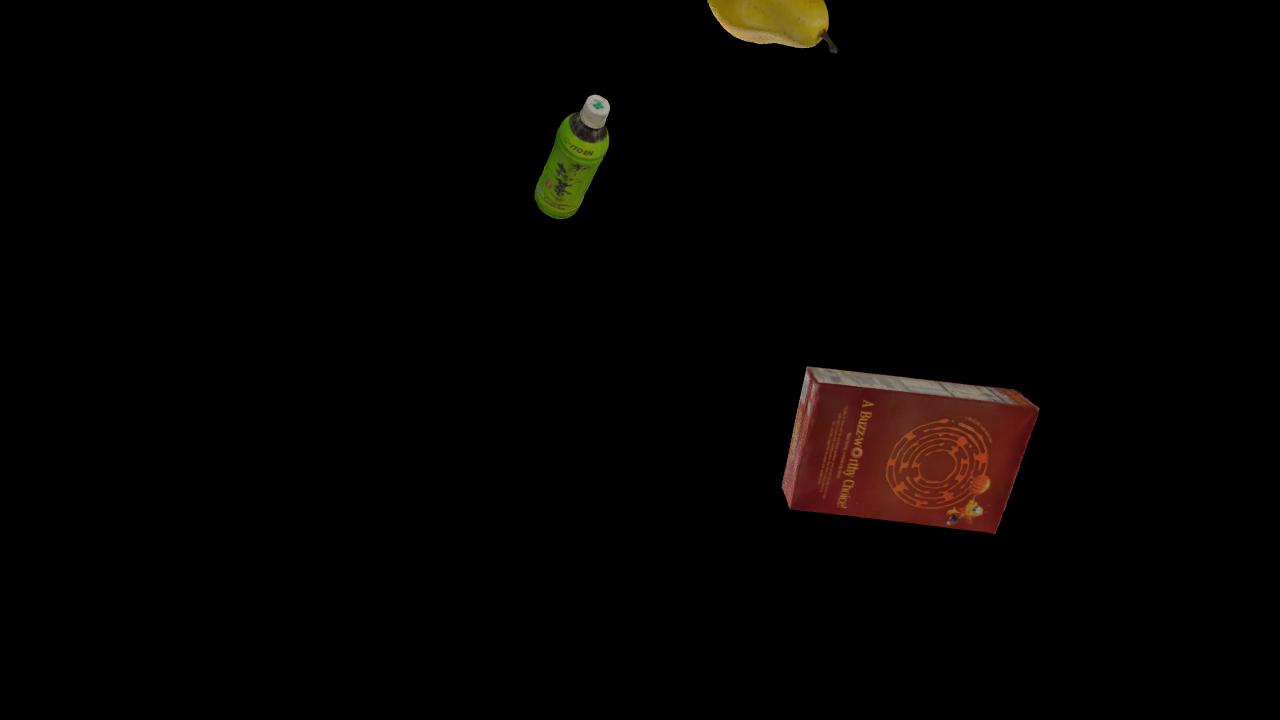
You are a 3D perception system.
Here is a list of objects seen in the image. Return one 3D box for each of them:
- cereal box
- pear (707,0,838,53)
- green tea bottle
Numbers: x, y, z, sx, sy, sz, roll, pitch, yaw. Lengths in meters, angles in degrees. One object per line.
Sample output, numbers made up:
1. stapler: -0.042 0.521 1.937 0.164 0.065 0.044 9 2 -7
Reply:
1. cereal box: 0.375 0.129 0.880 0.306 0.203 0.081 6 20 0
2. pear: 0.104 -0.256 0.440 0.111 0.080 0.080 41 8 9
3. green tea bottle: -0.087 -0.273 0.830 0.073 0.073 0.212 0 -20 -24
